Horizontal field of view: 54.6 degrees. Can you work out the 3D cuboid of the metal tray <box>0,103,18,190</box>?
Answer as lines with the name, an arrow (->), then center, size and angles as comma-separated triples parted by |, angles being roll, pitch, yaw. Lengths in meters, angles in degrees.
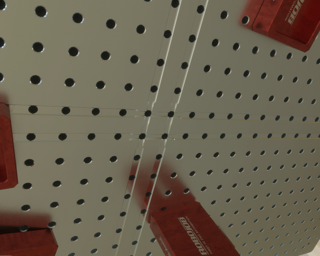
metal tray -> -0.216, 0.026, 0.305 | 0.131, 0.030, 0.089 | -7, 121, -25

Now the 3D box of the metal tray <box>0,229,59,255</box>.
metal tray -> -0.200, 0.198, 0.414 | 0.091, 0.030, 0.129 | 7, 115, -39

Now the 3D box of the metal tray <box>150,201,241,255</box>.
metal tray -> 0.050, 0.175, 0.478 | 0.091, 0.130, 0.030 | -8, 122, -25

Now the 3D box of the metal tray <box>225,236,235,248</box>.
metal tray -> 0.101, 0.289, 0.641 | 0.091, 0.030, 0.129 | -12, 124, -22

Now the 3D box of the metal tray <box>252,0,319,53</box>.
metal tray -> 0.187, -0.173, 0.401 | 0.091, 0.030, 0.129 | 9, 114, -32
